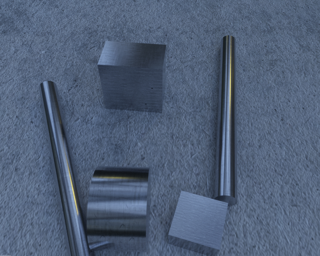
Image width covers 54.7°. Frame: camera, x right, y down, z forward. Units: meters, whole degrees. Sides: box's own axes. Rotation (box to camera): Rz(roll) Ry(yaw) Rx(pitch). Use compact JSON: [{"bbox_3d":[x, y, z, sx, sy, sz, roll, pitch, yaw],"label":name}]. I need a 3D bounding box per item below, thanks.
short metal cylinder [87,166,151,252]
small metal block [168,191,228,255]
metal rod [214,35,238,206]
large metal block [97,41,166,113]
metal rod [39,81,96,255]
[{"bbox_3d":[-0.036,0.078,0.302,0.050,0.080,0.080,1,50,1],"label":"short metal cylinder"},{"bbox_3d":[0.039,0.099,0.321,0.050,0.025,0.050,13,51,10],"label":"small metal block"},{"bbox_3d":[0.094,-0.034,0.432,0.025,0.025,0.300,7,50,5],"label":"metal rod"},{"bbox_3d":[-0.034,-0.069,0.425,0.080,0.080,0.050,5,50,3],"label":"large metal block"},{"bbox_3d":[-0.111,0.049,0.360,0.025,0.025,0.300,-16,52,-13],"label":"metal rod"}]
